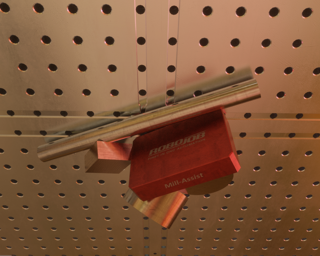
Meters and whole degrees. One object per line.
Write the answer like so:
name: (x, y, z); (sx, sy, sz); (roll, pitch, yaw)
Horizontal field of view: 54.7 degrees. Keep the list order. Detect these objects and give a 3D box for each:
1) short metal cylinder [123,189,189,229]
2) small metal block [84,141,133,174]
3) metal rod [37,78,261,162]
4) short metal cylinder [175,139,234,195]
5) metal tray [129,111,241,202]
short metal cylinder: (-0.006, 0.101, 0.448); (0.080, 0.080, 0.050); (39, 78, -29)
small metal block: (-0.071, 0.042, 0.425); (0.050, 0.025, 0.050); (7, 149, -31)
metal rod: (-0.024, -0.006, 0.402); (0.301, 0.025, 0.025); (-17, 128, 13)
short metal cylinder: (0.056, 0.051, 0.427); (0.081, 0.050, 0.080); (-3, 139, -3)
metal tray: (0.027, 0.032, 0.392); (0.130, 0.090, 0.030); (-21, 127, 16)
